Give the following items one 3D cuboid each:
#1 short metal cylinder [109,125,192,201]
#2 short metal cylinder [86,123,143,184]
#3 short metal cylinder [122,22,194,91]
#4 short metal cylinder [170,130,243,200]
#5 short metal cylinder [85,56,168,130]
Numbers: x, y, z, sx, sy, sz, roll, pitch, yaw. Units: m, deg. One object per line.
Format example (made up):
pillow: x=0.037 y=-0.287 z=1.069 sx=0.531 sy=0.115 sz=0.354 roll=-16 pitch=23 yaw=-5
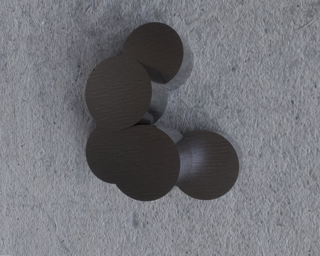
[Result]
short metal cylinder: x=-0.009 y=0.036 z=0.346 sx=0.080 sy=0.050 sz=0.080 roll=0 pitch=90 yaw=19
short metal cylinder: x=-0.051 y=0.031 z=0.415 sx=0.080 sy=0.050 sz=0.080 roll=0 pitch=90 yaw=20
short metal cylinder: x=-0.002 y=-0.088 z=0.398 sx=0.080 sy=0.050 sz=0.080 roll=0 pitch=90 yaw=20
short metal cylinder: x=0.058 y=0.042 z=0.376 sx=0.080 sy=0.050 sz=0.080 roll=0 pitch=90 yaw=20
short metal cylinder: x=-0.037 y=-0.038 z=0.356 sx=0.080 sy=0.050 sz=0.080 roll=0 pitch=90 yaw=20
